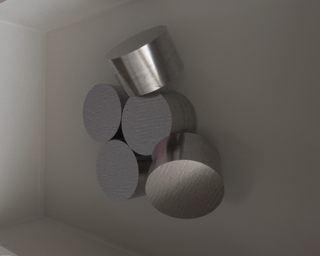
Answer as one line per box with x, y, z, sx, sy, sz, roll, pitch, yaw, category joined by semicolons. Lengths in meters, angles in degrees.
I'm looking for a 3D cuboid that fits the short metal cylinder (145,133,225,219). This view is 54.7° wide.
0.027;0.052;0.338;0.080;0.050;0.079;2;121;4;short metal cylinder

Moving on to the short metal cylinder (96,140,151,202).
-0.041;0.055;0.419;0.080;0.050;0.079;0;90;39;short metal cylinder

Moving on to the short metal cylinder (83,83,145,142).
-0.064;-0.021;0.438;0.080;0.050;0.079;0;90;39;short metal cylinder

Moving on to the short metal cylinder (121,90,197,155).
-0.002;-0.007;0.388;0.080;0.050;0.079;0;90;39;short metal cylinder

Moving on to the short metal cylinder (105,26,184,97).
-0.018;-0.081;0.373;0.080;0.080;0.050;-4;126;39;short metal cylinder
